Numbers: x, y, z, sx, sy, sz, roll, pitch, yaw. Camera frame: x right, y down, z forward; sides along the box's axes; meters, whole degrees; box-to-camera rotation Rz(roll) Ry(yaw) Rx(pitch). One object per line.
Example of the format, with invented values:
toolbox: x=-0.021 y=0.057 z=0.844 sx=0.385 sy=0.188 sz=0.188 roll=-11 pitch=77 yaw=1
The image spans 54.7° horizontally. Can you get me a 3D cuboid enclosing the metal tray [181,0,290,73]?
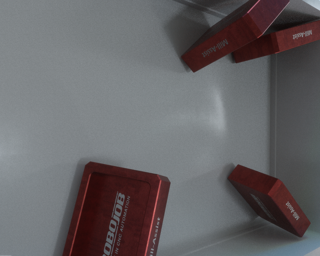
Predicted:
metal tray: x=0.096 y=-0.130 z=0.416 sx=0.030 sy=0.130 sz=0.090 roll=49 pitch=60 yaw=-13

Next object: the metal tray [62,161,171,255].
metal tray: x=-0.047 y=0.106 z=0.321 sx=0.030 sy=0.090 sz=0.129 roll=36 pitch=64 yaw=-65

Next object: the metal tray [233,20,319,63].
metal tray: x=0.196 y=-0.143 z=0.514 sx=0.131 sy=0.090 sz=0.030 roll=-21 pitch=100 yaw=-28

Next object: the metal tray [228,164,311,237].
metal tray: x=0.180 y=0.120 z=0.512 sx=0.030 sy=0.090 sz=0.130 roll=-50 pitch=120 yaw=-14
